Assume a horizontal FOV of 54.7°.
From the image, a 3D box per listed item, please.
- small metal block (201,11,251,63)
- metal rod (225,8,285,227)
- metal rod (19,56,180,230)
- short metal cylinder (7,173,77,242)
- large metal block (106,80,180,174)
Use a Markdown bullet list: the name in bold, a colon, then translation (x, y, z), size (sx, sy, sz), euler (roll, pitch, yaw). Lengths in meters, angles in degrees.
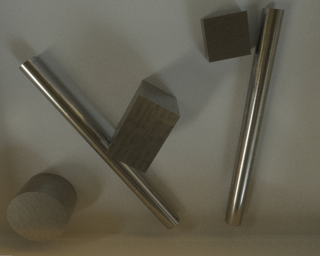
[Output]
- **small metal block**: translation (0.079, -0.110, 0.372), size (0.050, 0.025, 0.050), euler (-11, 110, 3)
- **metal rod**: translation (0.121, 0.000, 0.413), size (0.025, 0.025, 0.298), euler (4, 110, -2)
- **metal rod**: translation (-0.072, 0.031, 0.421), size (0.025, 0.025, 0.300), euler (-36, 107, 12)
- **short metal cylinder**: translation (-0.164, 0.111, 0.437), size (0.081, 0.050, 0.079), euler (0, 110, -1)
- **large metal block**: translation (-0.020, -0.005, 0.380), size (0.050, 0.080, 0.080), euler (28, 108, -10)
